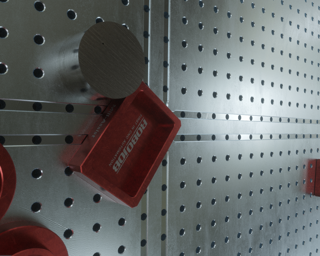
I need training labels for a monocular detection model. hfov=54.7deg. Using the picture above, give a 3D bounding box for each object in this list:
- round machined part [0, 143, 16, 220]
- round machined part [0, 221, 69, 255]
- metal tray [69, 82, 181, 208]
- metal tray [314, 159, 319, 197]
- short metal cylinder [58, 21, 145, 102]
[{"bbox_3d":[-0.175,0.045,0.252,0.099,0.042,0.097,0,90,-40],"label":"round machined part"},{"bbox_3d":[-0.131,0.141,0.289,0.099,0.042,0.097,0,90,-40],"label":"round machined part"},{"bbox_3d":[-0.036,0.018,0.377,0.090,0.030,0.130,45,63,-31],"label":"metal tray"},{"bbox_3d":[0.432,0.128,0.773,0.131,0.030,0.090,12,83,-40],"label":"metal tray"},{"bbox_3d":[-0.064,-0.070,0.341,0.081,0.050,0.079,0,90,-40],"label":"short metal cylinder"}]
